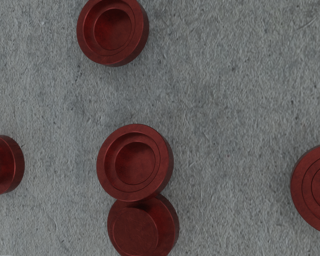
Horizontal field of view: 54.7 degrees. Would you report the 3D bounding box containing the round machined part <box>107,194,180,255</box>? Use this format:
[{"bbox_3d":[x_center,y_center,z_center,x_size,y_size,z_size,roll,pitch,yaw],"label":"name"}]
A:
[{"bbox_3d":[-0.027,0.133,0.409,0.098,0.042,0.097,0,90,20],"label":"round machined part"}]

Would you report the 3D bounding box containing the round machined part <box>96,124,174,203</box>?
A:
[{"bbox_3d":[-0.028,0.047,0.401,0.098,0.042,0.098,-6,71,18],"label":"round machined part"}]

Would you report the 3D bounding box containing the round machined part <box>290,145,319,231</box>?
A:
[{"bbox_3d":[0.192,0.063,0.332,0.098,0.042,0.097,0,90,20],"label":"round machined part"}]

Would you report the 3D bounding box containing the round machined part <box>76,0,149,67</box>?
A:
[{"bbox_3d":[-0.060,-0.131,0.421,0.098,0.042,0.097,0,90,20],"label":"round machined part"}]

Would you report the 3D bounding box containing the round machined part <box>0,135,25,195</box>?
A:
[{"bbox_3d":[-0.271,0.060,0.496,0.098,0.042,0.097,0,90,20],"label":"round machined part"}]
